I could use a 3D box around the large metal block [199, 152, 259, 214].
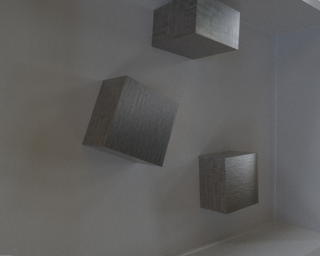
[{"bbox_3d":[0.107,0.080,0.480,0.081,0.050,0.079,-3,92,-40],"label":"large metal block"}]

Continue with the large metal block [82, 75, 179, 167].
[{"bbox_3d":[-0.032,-0.005,0.363,0.080,0.050,0.080,25,75,-37],"label":"large metal block"}]

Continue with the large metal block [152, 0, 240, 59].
[{"bbox_3d":[0.047,-0.130,0.410,0.081,0.080,0.050,6,87,-40],"label":"large metal block"}]
